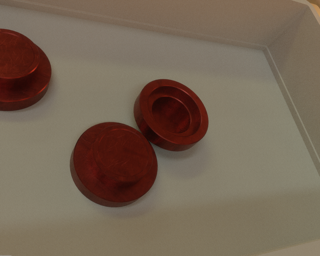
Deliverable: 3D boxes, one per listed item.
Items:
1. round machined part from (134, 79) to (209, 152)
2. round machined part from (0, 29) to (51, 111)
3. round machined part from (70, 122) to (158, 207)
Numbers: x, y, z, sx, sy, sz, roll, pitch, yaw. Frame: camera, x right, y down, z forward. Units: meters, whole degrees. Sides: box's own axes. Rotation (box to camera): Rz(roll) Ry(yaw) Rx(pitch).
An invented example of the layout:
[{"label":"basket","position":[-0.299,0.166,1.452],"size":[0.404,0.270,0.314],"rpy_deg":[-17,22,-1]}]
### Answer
[{"label":"round machined part","position":[0.011,-0.013,0.408],"size":[0.099,0.042,0.098],"rpy_deg":[14,55,-21]},{"label":"round machined part","position":[-0.173,-0.071,0.345],"size":[0.099,0.042,0.098],"rpy_deg":[14,56,-21]},{"label":"round machined part","position":[-0.047,0.035,0.348],"size":[0.099,0.042,0.098],"rpy_deg":[13,56,-21]}]
